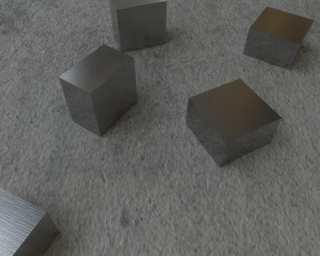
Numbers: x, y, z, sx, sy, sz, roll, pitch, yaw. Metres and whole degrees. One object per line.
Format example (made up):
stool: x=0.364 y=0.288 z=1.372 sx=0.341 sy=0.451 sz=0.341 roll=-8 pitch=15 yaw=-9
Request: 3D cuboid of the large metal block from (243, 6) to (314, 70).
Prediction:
large metal block: x=0.197 y=-0.151 z=0.517 sx=0.080 sy=0.050 sz=0.080 roll=26 pitch=55 yaw=20

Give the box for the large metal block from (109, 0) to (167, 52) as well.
large metal block: x=-0.036 y=-0.180 z=0.518 sx=0.081 sy=0.080 sz=0.050 roll=-16 pitch=52 yaw=-13

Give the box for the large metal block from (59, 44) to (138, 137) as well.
large metal block: x=-0.076 y=-0.049 z=0.408 sx=0.050 sy=0.080 sz=0.080 roll=28 pitch=55 yaw=21

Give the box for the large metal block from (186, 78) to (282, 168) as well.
large metal block: x=0.090 y=-0.009 z=0.396 sx=0.081 sy=0.050 sz=0.080 roll=-22 pitch=54 yaw=-18

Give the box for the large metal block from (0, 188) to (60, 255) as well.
large metal block: x=-0.159 y=0.107 z=0.295 sx=0.080 sy=0.050 sz=0.080 roll=21 pitch=53 yaw=16
